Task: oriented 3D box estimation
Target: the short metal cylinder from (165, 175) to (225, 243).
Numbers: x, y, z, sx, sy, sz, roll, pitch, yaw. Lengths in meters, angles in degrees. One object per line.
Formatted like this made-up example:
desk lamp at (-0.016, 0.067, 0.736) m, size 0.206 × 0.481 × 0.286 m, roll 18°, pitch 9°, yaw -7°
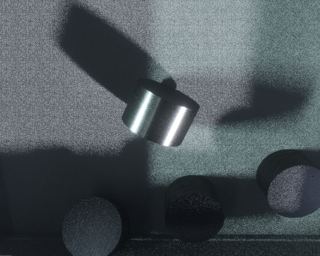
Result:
short metal cylinder at (0.047, 0.115, 0.441) m, size 0.081 × 0.050 × 0.079 m, roll 0°, pitch 110°, yaw -1°

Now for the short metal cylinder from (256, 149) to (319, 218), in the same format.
short metal cylinder at (0.181, 0.076, 0.429) m, size 0.081 × 0.050 × 0.079 m, roll 0°, pitch 110°, yaw -1°

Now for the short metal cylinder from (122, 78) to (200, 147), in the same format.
short metal cylinder at (0.001, -0.020, 0.375) m, size 0.080 × 0.080 × 0.050 m, roll 22°, pitch 109°, yaw -9°

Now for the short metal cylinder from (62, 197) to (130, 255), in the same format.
short metal cylinder at (-0.086, 0.138, 0.427) m, size 0.080 × 0.050 × 0.080 m, roll -2°, pitch 72°, yaw 7°
